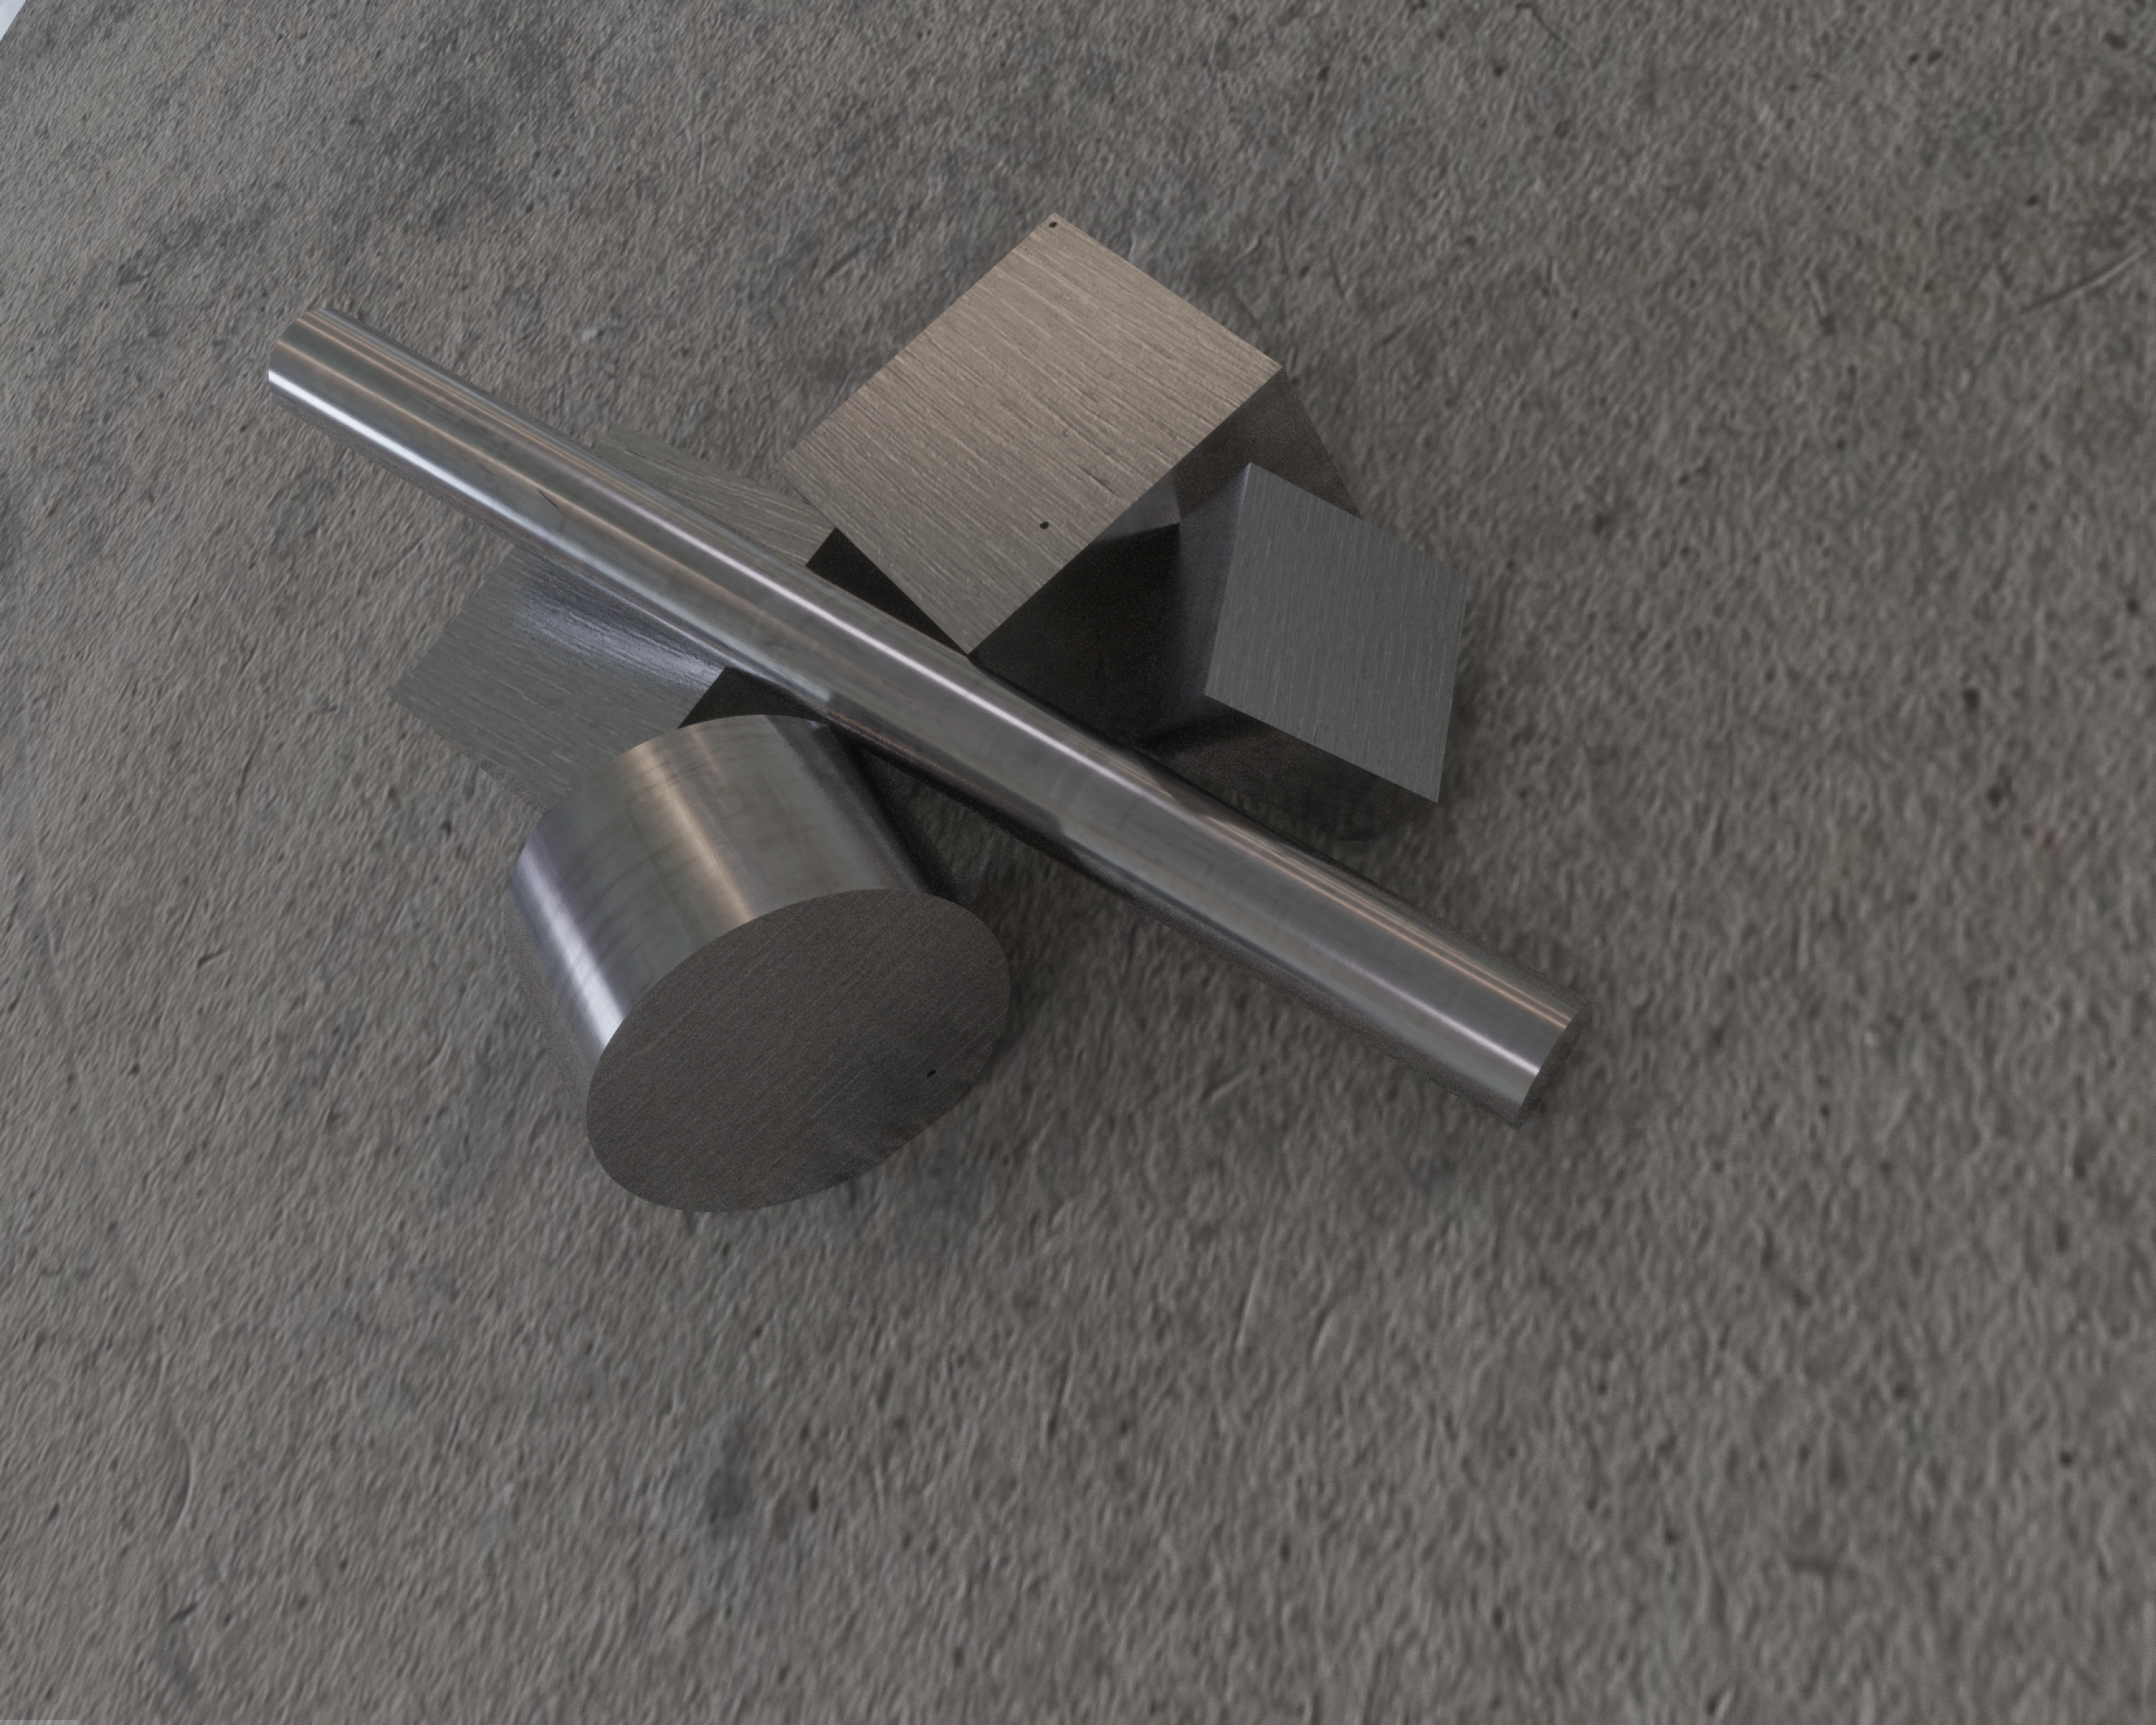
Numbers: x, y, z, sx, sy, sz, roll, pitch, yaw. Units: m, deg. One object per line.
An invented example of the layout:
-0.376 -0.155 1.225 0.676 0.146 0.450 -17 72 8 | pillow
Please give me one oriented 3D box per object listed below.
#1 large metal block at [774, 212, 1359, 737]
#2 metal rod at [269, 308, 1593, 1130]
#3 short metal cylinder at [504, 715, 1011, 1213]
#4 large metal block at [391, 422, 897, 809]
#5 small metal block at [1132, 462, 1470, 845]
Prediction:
-0.002 -0.076 0.434 0.080 0.050 0.080 -43 51 -2 | large metal block
-0.043 -0.037 0.398 0.300 0.025 0.025 30 78 21 | metal rod
-0.060 0.019 0.389 0.080 0.080 0.050 -38 51 3 | short metal cylinder
-0.089 -0.041 0.461 0.080 0.050 0.080 28 77 37 | large metal block
0.042 -0.038 0.388 0.025 0.050 0.050 -32 40 56 | small metal block
